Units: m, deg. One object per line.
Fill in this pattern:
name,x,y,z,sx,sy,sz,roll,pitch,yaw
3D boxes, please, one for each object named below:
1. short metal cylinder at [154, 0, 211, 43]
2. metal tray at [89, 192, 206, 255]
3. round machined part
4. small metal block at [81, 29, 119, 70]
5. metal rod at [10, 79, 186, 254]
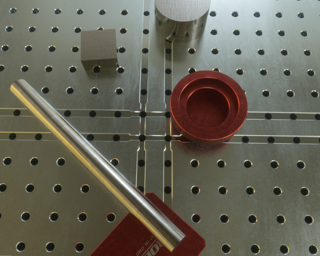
short metal cylinder,0.032,-0.176,0.463,0.081,0.050,0.080,0,70,0
metal tray,-0.022,0.151,0.354,0.090,0.030,0.130,40,74,13
round machined part,0.062,-0.024,0.412,0.099,0.042,0.098,0,70,-1
small metal block,-0.088,-0.115,0.453,0.050,0.025,0.050,-5,70,-2
metal rod,-0.088,0.033,0.378,0.300,0.025,0.025,40,74,21
